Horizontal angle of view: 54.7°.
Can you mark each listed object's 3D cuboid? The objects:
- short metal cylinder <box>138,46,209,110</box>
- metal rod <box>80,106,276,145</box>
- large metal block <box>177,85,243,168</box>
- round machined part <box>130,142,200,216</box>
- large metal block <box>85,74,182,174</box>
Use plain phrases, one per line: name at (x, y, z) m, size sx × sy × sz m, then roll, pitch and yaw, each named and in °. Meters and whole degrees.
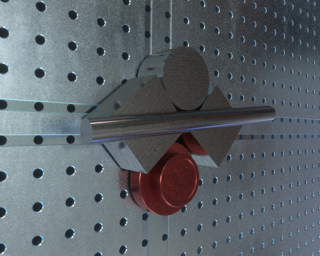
short metal cylinder at (0.018, -0.062, 0.403) m, size 0.081 × 0.050 × 0.079 m, roll 0°, pitch 90°, yaw -40°
metal rod at (0.049, -0.009, 0.378) m, size 0.302 × 0.025 × 0.025 m, roll -6°, pitch 94°, yaw -39°
large metal block at (0.062, -0.003, 0.437) m, size 0.080 × 0.050 × 0.080 m, roll 50°, pitch 62°, yaw -29°
round machined part at (0.013, 0.066, 0.405) m, size 0.099 × 0.042 × 0.097 m, roll 0°, pitch 90°, yaw -40°
large metal block at (-0.026, -0.006, 0.366) m, size 0.080 × 0.050 × 0.080 m, roll -47°, pitch 120°, yaw -30°
